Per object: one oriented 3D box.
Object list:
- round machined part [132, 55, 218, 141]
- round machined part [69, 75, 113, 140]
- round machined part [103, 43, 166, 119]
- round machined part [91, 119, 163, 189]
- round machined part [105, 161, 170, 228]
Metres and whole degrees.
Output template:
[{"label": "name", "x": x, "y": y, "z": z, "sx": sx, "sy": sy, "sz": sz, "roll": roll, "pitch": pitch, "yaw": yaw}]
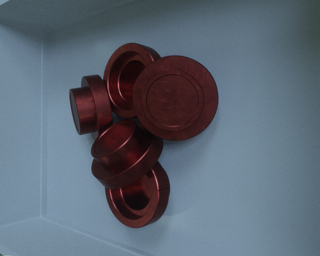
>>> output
[{"label": "round machined part", "x": 0.016, "y": -0.033, "z": 0.351, "sx": 0.098, "sy": 0.042, "sz": 0.097, "roll": 2, "pitch": 101, "yaw": 9}, {"label": "round machined part", "x": -0.104, "y": -0.026, "z": 0.451, "sx": 0.098, "sy": 0.042, "sz": 0.097, "roll": 168, "pitch": 90, "yaw": -68}, {"label": "round machined part", "x": -0.029, "y": -0.061, "z": 0.416, "sx": 0.098, "sy": 0.042, "sz": 0.097, "roll": 0, "pitch": 90, "yaw": 40}, {"label": "round machined part", "x": -0.048, "y": 0.026, "z": 0.397, "sx": 0.098, "sy": 0.098, "sz": 0.042, "roll": -8, "pitch": 129, "yaw": 39}, {"label": "round machined part", "x": -0.025, "y": 0.079, "z": 0.414, "sx": 0.098, "sy": 0.042, "sz": 0.097, "roll": 0, "pitch": 90, "yaw": 40}]
